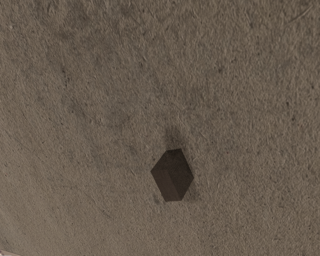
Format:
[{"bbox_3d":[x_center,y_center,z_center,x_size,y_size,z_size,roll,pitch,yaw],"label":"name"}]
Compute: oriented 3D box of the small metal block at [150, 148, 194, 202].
[{"bbox_3d":[0.018,0.063,0.419,0.025,0.050,0.050,-12,113,33],"label":"small metal block"}]
